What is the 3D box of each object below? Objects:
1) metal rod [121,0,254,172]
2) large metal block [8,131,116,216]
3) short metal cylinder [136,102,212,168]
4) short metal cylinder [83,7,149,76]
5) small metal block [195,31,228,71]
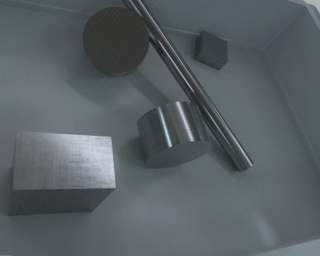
[{"bbox_3d":[0.037,-0.067,0.429,0.025,0.025,0.299,-39,96,-39],"label":"metal rod"},{"bbox_3d":[-0.095,0.046,0.292,0.081,0.080,0.050,5,60,-26],"label":"large metal block"},{"bbox_3d":[0.016,0.010,0.374,0.081,0.080,0.050,-3,63,-30],"label":"short metal cylinder"},{"bbox_3d":[-0.056,-0.109,0.402,0.081,0.050,0.079,0,94,-7],"label":"short metal cylinder"},{"bbox_3d":[0.089,-0.134,0.538,0.050,0.025,0.050,18,54,-18],"label":"small metal block"}]
